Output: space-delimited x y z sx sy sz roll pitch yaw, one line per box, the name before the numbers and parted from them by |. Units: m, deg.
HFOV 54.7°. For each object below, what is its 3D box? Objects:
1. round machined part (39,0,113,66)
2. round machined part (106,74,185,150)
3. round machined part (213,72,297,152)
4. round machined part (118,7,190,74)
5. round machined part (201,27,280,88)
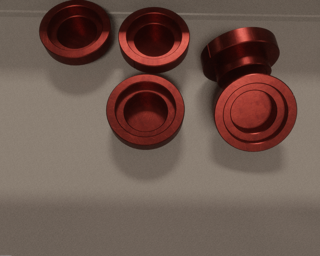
round machined part | -0.118 -0.132 0.448 0.099 0.042 0.098 0 70 -1
round machined part | -0.018 -0.018 0.407 0.099 0.042 0.098 0 70 -1
round machined part | 0.117 -0.022 0.394 0.099 0.042 0.097 1 106 4
round machined part | -0.008 -0.120 0.445 0.099 0.042 0.098 0 70 -1
round machined part | 0.105 -0.082 0.402 0.099 0.098 0.042 -7 69 -3
